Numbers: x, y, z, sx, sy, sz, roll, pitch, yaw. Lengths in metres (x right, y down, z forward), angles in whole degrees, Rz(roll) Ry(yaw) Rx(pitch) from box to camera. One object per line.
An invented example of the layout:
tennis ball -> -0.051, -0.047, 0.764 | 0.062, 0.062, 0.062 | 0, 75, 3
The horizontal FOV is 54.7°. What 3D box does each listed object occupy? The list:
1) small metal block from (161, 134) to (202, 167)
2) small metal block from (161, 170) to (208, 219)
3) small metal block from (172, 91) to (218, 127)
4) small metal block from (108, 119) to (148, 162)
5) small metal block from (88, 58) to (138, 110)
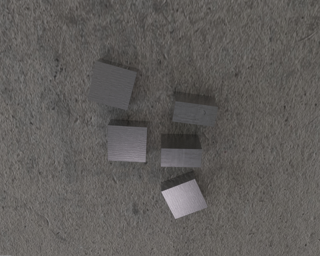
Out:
small metal block -> 0.026, 0.029, 0.407 | 0.050, 0.050, 0.025 | 1, 110, -1
small metal block -> 0.035, 0.096, 0.445 | 0.050, 0.025, 0.050 | -22, 109, 8
small metal block -> 0.041, -0.025, 0.387 | 0.050, 0.050, 0.025 | 7, 110, -3
small metal block -> -0.043, 0.017, 0.415 | 0.050, 0.025, 0.050 | 3, 110, -2
small metal block -> -0.058, -0.055, 0.389 | 0.050, 0.025, 0.050 | 15, 109, -6
